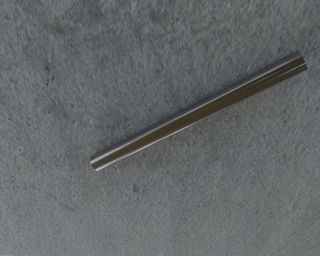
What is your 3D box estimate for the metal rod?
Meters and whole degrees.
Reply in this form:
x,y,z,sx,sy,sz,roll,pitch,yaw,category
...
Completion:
x,y,z,sx,sy,sz,roll,pitch,yaw,category
0.033,-0.012,0.397,0.300,0.025,0.025,-27,126,20,metal rod
